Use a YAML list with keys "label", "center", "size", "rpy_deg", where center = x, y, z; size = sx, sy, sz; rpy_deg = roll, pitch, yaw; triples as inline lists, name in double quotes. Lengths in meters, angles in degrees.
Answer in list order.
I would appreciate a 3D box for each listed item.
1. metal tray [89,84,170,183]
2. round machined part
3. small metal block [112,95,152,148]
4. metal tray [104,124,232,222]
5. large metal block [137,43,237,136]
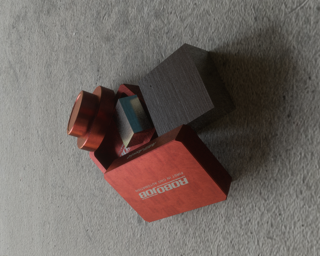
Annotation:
- label: "metal tray"
  center: [-0.044, 0.015, 0.438]
  size: [0.090, 0.030, 0.129]
  rpy_deg: [42, 115, 31]
- label: "round machined part"
  center: [-0.105, -0.017, 0.455]
  size: [0.097, 0.042, 0.098]
  rpy_deg: [-45, 34, 45]
- label: "small metal block"
  center: [-0.038, -0.008, 0.408]
  size: [0.050, 0.025, 0.050]
  rpy_deg: [65, 153, 17]
- label: "metal tray"
  center: [0.006, 0.059, 0.368]
  size: [0.130, 0.030, 0.090]
  rpy_deg: [-29, 109, 37]
- label: "large metal block"
  center: [0.030, -0.039, 0.366]
  size: [0.080, 0.050, 0.080]
  rpy_deg: [-33, 70, 35]
